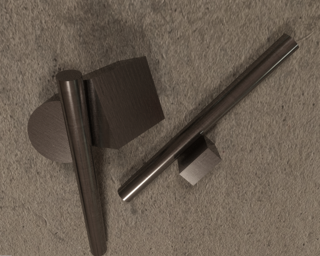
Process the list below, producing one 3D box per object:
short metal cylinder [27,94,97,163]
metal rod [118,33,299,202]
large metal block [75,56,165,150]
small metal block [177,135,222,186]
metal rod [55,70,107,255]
[{"bbox_3d":[-0.118,-0.003,0.394,0.081,0.050,0.079,0,110,-1],"label":"short metal cylinder"},{"bbox_3d":[0.054,-0.004,0.408,0.025,0.025,0.299,43,104,-14],"label":"metal rod"},{"bbox_3d":[-0.049,-0.031,0.362,0.050,0.081,0.080,2,118,44],"label":"large metal block"},{"bbox_3d":[0.051,0.041,0.412,0.025,0.050,0.050,42,105,-14],"label":"small metal block"},{"bbox_3d":[-0.092,0.068,0.390,0.025,0.025,0.298,1,127,-1],"label":"metal rod"}]
